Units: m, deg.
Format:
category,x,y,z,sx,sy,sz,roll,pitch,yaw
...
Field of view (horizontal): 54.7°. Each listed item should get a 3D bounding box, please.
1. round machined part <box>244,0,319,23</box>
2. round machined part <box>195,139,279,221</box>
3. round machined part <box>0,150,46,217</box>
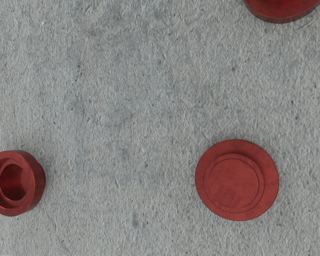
category,x,y,z,sx,sy,sz,roll,pitch,yaw
round machined part,0.140,-0.173,0.350,0.098,0.042,0.097,0,90,20
round machined part,0.089,0.062,0.368,0.098,0.042,0.097,0,90,20
round machined part,-0.218,0.082,0.477,0.098,0.042,0.097,0,90,20
